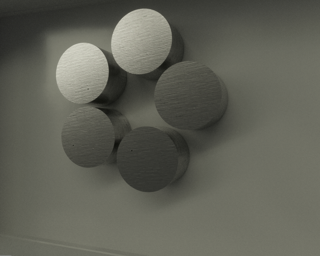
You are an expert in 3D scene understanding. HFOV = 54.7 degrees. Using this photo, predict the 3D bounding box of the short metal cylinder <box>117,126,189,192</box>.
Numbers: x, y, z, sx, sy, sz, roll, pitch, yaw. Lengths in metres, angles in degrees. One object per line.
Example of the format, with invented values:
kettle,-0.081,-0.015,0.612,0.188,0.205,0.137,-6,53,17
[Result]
short metal cylinder,-0.008,0.038,0.398,0.080,0.050,0.080,0,90,20

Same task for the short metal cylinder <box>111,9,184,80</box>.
short metal cylinder,-0.015,-0.105,0.400,0.080,0.050,0.080,0,90,20

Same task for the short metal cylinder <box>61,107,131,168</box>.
short metal cylinder,-0.086,0.012,0.425,0.080,0.050,0.080,0,90,20

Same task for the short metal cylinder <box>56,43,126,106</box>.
short metal cylinder,-0.094,-0.072,0.428,0.080,0.050,0.080,0,90,20

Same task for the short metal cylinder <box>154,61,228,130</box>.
short metal cylinder,0.040,-0.038,0.381,0.080,0.050,0.080,0,90,20
